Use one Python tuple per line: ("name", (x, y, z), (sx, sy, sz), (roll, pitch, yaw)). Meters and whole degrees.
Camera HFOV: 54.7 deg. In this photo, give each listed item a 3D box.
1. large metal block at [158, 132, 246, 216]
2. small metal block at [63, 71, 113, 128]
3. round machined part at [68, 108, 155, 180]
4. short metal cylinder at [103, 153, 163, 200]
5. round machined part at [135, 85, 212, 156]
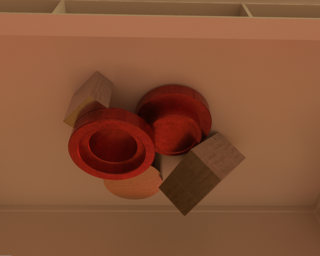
("large metal block", (0.057, 0.060, 0.414), (0.050, 0.081, 0.080), (46, 125, 15))
("small metal block", (-0.083, -0.030, 0.363), (0.025, 0.050, 0.050), (37, 121, -27))
("round machined part", (-0.055, 0.015, 0.369), (0.099, 0.042, 0.097), (-1, 130, 0))
("short metal cylinder", (-0.036, 0.057, 0.438), (0.081, 0.050, 0.079), (0, 130, 0))
("round machined part", (0.017, -0.002, 0.392), (0.099, 0.042, 0.097), (-1, 130, 0))
